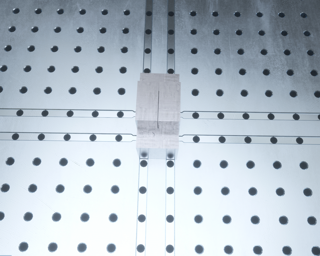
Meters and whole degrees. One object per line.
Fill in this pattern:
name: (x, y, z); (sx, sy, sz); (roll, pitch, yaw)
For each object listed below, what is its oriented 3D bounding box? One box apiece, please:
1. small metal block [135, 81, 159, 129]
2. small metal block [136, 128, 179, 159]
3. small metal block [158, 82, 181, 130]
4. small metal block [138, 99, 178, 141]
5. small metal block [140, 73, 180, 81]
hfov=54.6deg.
small metal block: (-0.015, -0.023, 0.380); (0.025, 0.050, 0.050); (2, 70, 1)
small metal block: (-0.003, 0.021, 0.391); (0.050, 0.050, 0.025); (1, 70, 1)
small metal block: (0.012, -0.023, 0.380); (0.025, 0.050, 0.050); (1, 70, 2)
small metal block: (-0.002, -0.010, 0.415); (0.050, 0.025, 0.050); (1, 70, 2)
small metal block: (-0.001, -0.050, 0.416); (0.050, 0.050, 0.025); (2, 70, 1)
